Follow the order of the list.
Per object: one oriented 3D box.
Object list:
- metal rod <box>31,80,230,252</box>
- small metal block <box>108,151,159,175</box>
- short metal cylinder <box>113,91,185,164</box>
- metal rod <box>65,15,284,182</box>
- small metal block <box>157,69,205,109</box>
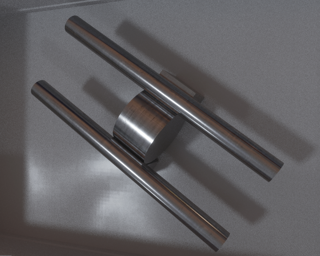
[{"bbox_3d":[-0.047,0.035,0.373,0.300,0.025,0.025,38,102,16],"label":"metal rod"},{"bbox_3d":[-0.036,0.040,0.407,0.050,0.050,0.025,38,102,15],"label":"small metal block"},{"bbox_3d":[-0.012,-0.003,0.383,0.050,0.080,0.080,38,102,15],"label":"short metal cylinder"},{"bbox_3d":[0.003,-0.043,0.354,0.300,0.025,0.025,38,102,15],"label":"metal rod"},{"bbox_3d":[0.023,-0.045,0.386,0.050,0.050,0.025,38,102,15],"label":"small metal block"}]
